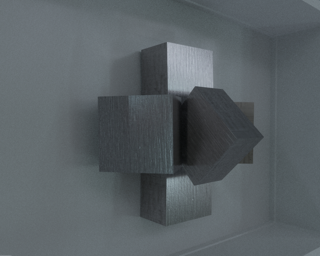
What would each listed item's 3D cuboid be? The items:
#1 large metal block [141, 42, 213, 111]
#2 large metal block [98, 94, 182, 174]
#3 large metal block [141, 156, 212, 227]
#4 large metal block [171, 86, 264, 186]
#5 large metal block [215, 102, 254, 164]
[{"bbox_3d":[0.024,-0.062,0.405,0.081,0.050,0.079,-2,92,-40],"label":"large metal block"},{"bbox_3d":[-0.020,0.006,0.342,0.050,0.080,0.079,-6,96,-76],"label":"large metal block"},{"bbox_3d":[0.022,0.076,0.408,0.081,0.050,0.080,1,90,-40],"label":"large metal block"},{"bbox_3d":[0.058,0.009,0.366,0.050,0.080,0.080,-1,47,-41],"label":"large metal block"},{"bbox_3d":[0.095,0.006,0.439,0.050,0.080,0.080,1,90,-1],"label":"large metal block"}]
